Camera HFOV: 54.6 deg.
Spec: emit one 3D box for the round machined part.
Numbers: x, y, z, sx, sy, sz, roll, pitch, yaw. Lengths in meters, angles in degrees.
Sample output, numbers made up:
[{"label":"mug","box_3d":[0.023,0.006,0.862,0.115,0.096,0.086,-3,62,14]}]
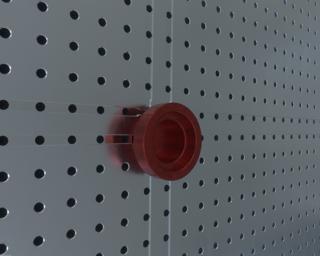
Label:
[{"label":"round machined part","box_3d":[0.005,0.017,0.402,0.099,0.042,0.097,0,90,-40]}]
